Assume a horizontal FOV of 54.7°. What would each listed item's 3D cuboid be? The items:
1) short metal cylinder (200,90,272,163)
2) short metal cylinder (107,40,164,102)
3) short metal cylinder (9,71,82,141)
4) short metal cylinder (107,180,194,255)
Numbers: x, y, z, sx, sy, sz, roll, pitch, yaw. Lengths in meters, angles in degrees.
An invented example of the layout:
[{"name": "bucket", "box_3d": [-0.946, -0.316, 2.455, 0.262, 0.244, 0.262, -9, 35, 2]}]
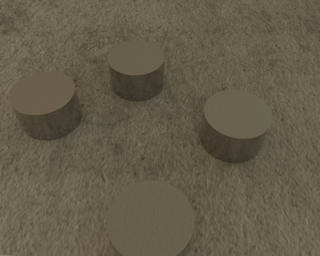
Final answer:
[{"name": "short metal cylinder", "box_3d": [0.093, -0.003, 0.391, 0.081, 0.050, 0.080, 0, 50, 0]}, {"name": "short metal cylinder", "box_3d": [-0.034, -0.085, 0.458, 0.081, 0.050, 0.080, 0, 50, 0]}, {"name": "short metal cylinder", "box_3d": [-0.149, -0.030, 0.410, 0.081, 0.050, 0.080, 0, 50, 0]}, {"name": "short metal cylinder", "box_3d": [-0.009, 0.099, 0.304, 0.081, 0.050, 0.080, 0, 50, 0]}]
